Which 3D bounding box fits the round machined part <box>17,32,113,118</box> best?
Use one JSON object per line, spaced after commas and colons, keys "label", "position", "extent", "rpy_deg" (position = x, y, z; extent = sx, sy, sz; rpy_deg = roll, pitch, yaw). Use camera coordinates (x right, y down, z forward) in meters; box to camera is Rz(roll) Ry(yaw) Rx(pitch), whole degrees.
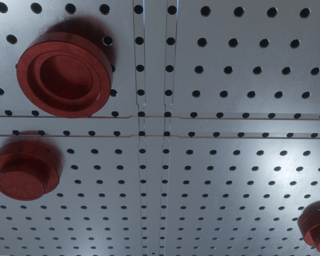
{"label": "round machined part", "position": [-0.102, -0.061, 0.347], "extent": [0.099, 0.042, 0.097], "rpy_deg": [-1, 130, 0]}

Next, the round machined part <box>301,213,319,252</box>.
{"label": "round machined part", "position": [0.319, 0.199, 0.575], "extent": [0.099, 0.042, 0.097], "rpy_deg": [-1, 130, 0]}

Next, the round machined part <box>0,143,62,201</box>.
{"label": "round machined part", "position": [-0.200, 0.071, 0.458], "extent": [0.099, 0.042, 0.097], "rpy_deg": [-1, 130, 0]}
